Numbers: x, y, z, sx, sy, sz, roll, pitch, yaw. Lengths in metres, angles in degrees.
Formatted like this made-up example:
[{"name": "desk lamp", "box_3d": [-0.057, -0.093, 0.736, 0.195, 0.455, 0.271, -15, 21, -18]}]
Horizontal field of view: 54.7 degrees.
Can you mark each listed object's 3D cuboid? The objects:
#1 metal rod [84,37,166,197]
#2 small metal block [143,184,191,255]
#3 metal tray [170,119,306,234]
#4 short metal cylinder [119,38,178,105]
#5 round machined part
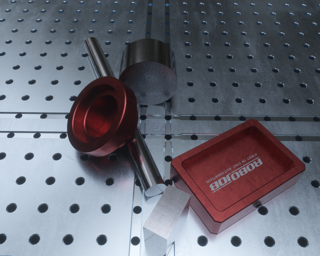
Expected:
[{"name": "metal rod", "box_3d": [-0.061, -0.037, 0.437, 0.025, 0.025, 0.300, -17, 52, -14]}, {"name": "small metal block", "box_3d": [0.007, 0.094, 0.313, 0.025, 0.050, 0.050, 23, 54, 18]}, {"name": "metal tray", "box_3d": [0.089, 0.050, 0.363, 0.131, 0.030, 0.090, -25, 55, -20]}, {"name": "short metal cylinder", "box_3d": [-0.017, -0.078, 0.437, 0.081, 0.080, 0.050, -1, 50, -1]}, {"name": "round machined part", "box_3d": [-0.066, -0.011, 0.385, 0.098, 0.042, 0.098, -15, 62, 32]}]
